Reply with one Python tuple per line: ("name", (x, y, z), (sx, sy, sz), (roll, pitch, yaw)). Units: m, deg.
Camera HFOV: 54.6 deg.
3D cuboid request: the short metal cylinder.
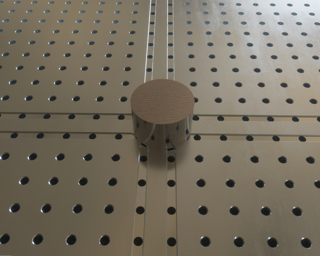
("short metal cylinder", (0.003, -0.019, 0.407), (0.080, 0.050, 0.080), (0, 50, 0))
